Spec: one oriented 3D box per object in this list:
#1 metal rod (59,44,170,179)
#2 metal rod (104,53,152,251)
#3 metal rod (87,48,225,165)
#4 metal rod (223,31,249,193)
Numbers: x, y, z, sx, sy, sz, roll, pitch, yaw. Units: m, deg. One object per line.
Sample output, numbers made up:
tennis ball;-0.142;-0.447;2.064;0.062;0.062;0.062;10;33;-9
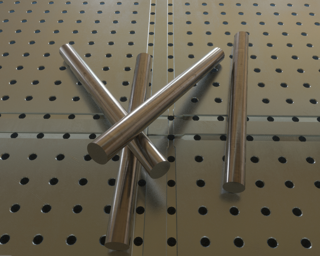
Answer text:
metal rod;-0.077;-0.042;0.420;0.025;0.025;0.300;-25;48;-20
metal rod;-0.034;0.003;0.404;0.025;0.025;0.300;3;50;2
metal rod;0.017;-0.048;0.403;0.025;0.025;0.302;25;41;20
metal rod;0.113;-0.045;0.446;0.025;0.025;0.300;9;50;7
